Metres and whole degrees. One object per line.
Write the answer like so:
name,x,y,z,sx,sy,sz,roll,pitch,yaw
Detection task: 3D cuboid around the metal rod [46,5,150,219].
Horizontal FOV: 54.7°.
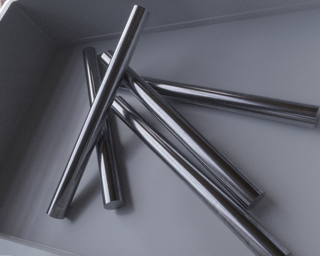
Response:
metal rod,-0.081,-0.023,0.417,0.025,0.025,0.299,20,86,35

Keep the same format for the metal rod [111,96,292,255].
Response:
metal rod,0.021,0.041,0.369,0.025,0.025,0.300,-45,51,-3

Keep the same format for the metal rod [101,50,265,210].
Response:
metal rod,0.009,-0.017,0.391,0.025,0.025,0.300,-43,57,-1

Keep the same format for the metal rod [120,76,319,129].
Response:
metal rod,0.046,-0.045,0.409,0.300,0.025,0.025,16,70,34

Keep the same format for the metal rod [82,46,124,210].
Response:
metal rod,-0.091,-0.021,0.466,0.025,0.025,0.299,-26,52,12
